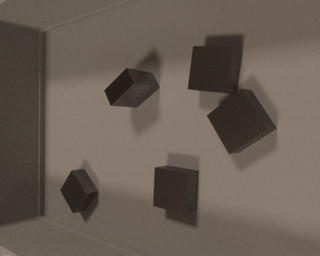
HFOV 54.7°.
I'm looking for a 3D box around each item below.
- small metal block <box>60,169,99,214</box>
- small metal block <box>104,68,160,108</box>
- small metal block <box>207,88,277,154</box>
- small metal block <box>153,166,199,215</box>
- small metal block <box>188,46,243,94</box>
[{"bbox_3d":[-0.135,0.104,0.515,0.050,0.025,0.050,49,119,28],"label":"small metal block"},{"bbox_3d":[-0.038,-0.053,0.419,0.050,0.050,0.025,-37,67,33],"label":"small metal block"},{"bbox_3d":[0.087,-0.007,0.334,0.050,0.025,0.050,-40,66,32],"label":"small metal block"},{"bbox_3d":[0.020,0.076,0.389,0.050,0.025,0.050,4,93,39],"label":"small metal block"},{"bbox_3d":[0.063,-0.066,0.354,0.050,0.025,0.050,11,97,39],"label":"small metal block"}]
